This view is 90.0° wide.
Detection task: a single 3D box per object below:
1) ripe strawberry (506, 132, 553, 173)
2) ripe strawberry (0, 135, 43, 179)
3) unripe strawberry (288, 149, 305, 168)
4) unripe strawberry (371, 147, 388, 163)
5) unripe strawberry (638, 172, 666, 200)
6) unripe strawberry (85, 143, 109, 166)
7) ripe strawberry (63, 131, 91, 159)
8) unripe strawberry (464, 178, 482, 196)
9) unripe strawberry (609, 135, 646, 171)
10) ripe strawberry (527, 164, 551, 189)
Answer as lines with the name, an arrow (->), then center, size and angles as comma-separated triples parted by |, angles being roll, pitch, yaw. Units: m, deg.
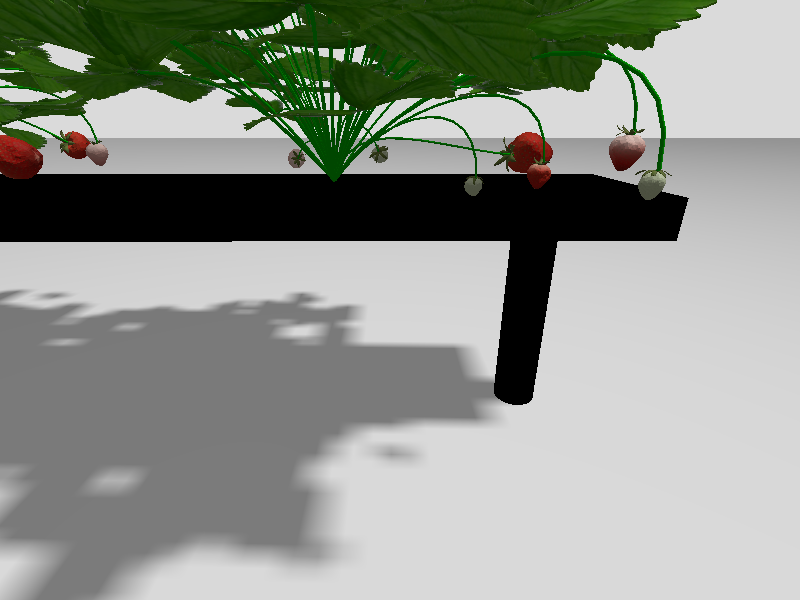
ripe strawberry -> 0.121, -0.136, 0.372 | 0.042, 0.036, 0.042 | -5, 24, -13
ripe strawberry -> -0.324, -0.120, 0.338 | 0.034, 0.035, 0.031 | -1, 23, -3
unripe strawberry -> -0.112, -0.152, 0.431 | 0.017, 0.020, 0.019 | -12, 21, -26
unripe strawberry -> -0.024, -0.176, 0.488 | 0.021, 0.019, 0.019 | 4, -3, 10
unripe strawberry -> 0.142, -0.064, 0.226 | 0.013, 0.015, 0.015 | 13, 27, 28
unripe strawberry -> -0.355, -0.171, 0.470 | 0.021, 0.025, 0.025 | -22, 31, -40
ripe strawberry -> -0.441, -0.212, 0.550 | 0.031, 0.035, 0.033 | 6, 6, 14
unripe strawberry -> 0.047, -0.072, 0.256 | 0.011, 0.011, 0.011 | 19, 30, 36
unripe strawberry -> 0.205, -0.133, 0.363 | 0.030, 0.031, 0.029 | -3, 24, -7
ripe strawberry -> 0.096, -0.085, 0.277 | 0.016, 0.016, 0.018 | 9, 25, 20
